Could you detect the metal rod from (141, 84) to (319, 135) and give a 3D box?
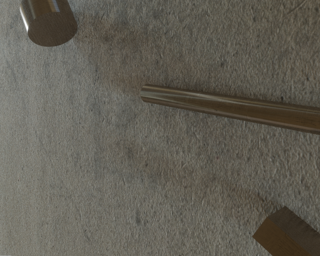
[{"bbox_3d":[0.097,-0.018,0.323,0.300,0.025,0.025,14,99,38],"label":"metal rod"}]

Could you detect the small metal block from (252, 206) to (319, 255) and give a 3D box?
[{"bbox_3d":[0.122,0.104,0.287,0.050,0.050,0.025,41,115,32],"label":"small metal block"}]

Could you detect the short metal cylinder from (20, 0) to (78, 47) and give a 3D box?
[{"bbox_3d":[-0.186,-0.183,0.519,0.080,0.081,0.050,-38,67,33],"label":"short metal cylinder"}]
